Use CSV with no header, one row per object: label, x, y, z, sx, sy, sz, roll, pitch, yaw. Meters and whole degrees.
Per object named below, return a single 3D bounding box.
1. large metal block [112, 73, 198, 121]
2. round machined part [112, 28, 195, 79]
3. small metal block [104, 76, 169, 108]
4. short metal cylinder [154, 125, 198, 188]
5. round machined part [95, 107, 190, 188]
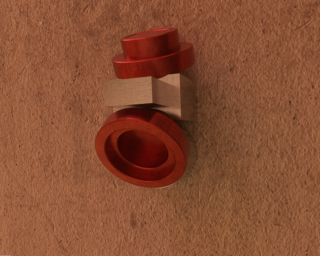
large metal block,-0.003,-0.032,0.380,0.080,0.080,0.050,-2,90,19
round machined part,-0.010,-0.092,0.370,0.098,0.098,0.042,-2,114,19
small metal block,-0.023,-0.034,0.318,0.050,0.050,0.025,-3,89,20
short metal cylinder,0.003,0.033,0.396,0.080,0.050,0.079,0,90,19
round machined part,-0.016,0.017,0.336,0.098,0.042,0.097,9,131,11
